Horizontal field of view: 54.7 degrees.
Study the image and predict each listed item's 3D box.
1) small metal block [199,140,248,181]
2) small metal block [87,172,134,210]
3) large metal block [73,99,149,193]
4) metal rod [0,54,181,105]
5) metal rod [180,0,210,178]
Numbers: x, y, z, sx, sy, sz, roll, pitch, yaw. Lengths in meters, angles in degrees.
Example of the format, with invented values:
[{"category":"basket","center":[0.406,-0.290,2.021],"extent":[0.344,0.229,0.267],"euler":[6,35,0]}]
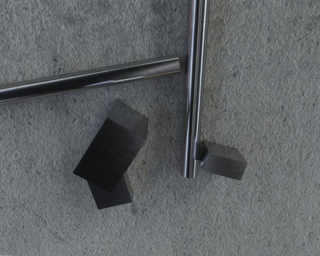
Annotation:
[{"category":"small metal block","center":[0.082,0.042,0.413],"extent":[0.050,0.050,0.025],"euler":[15,107,-6]},{"category":"small metal block","center":[-0.069,0.083,0.440],"extent":[0.050,0.025,0.050],"euler":[-14,110,4]},{"category":"large metal block","center":[-0.058,0.019,0.387],"extent":[0.050,0.080,0.080],"euler":[31,107,-11]},{"category":"metal rod","center":[-0.125,-0.054,0.387],"extent":[0.302,0.025,0.025],"euler":[-9,110,3]},{"category":"metal rod","center":[0.044,-0.076,0.382],"extent":[0.025,0.025,0.298],"euler":[1,110,-1]}]
